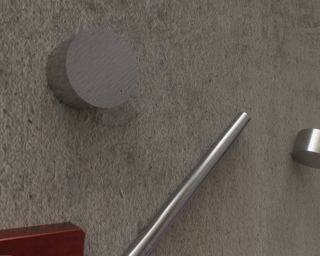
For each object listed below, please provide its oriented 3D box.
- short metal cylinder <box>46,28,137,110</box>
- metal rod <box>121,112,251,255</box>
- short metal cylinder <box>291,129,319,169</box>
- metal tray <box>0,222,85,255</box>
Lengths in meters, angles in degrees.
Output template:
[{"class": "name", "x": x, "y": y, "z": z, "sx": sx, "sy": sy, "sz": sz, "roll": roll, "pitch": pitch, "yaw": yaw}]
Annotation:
[{"class": "short metal cylinder", "x": -0.071, "y": -0.060, "z": 0.328, "sx": 0.081, "sy": 0.050, "sz": 0.079, "roll": 0, "pitch": 90, "yaw": -40}, {"class": "metal rod", "x": 0.050, "y": 0.075, "z": 0.447, "sx": 0.301, "sy": 0.025, "sz": 0.025, "roll": -45, "pitch": 117, "yaw": -31}, {"class": "short metal cylinder", "x": 0.318, "y": 0.044, "z": 0.636, "sx": 0.080, "sy": 0.080, "sz": 0.050, "roll": 39, "pitch": 66, "yaw": -33}, {"class": "metal tray", "x": -0.125, "y": 0.163, "z": 0.297, "sx": 0.091, "sy": 0.030, "sz": 0.129, "roll": 7, "pitch": 86, "yaw": -40}]
